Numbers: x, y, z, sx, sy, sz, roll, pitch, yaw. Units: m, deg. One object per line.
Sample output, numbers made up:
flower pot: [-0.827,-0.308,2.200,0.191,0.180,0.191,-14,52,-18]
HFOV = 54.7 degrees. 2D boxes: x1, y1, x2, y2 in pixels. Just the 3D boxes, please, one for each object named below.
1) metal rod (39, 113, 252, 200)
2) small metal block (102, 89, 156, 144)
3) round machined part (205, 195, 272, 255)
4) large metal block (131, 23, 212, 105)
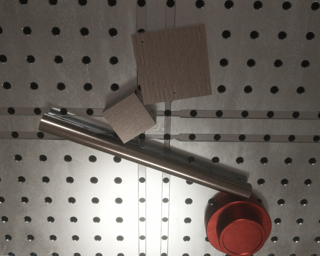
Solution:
metal rod: [-0.014,0.042,0.428,0.302,0.025,0.025,20,109,-8]
small metal block: [-0.039,-0.016,0.407,0.050,0.025,0.050,-31,108,10]
round machined part: [0.118,0.152,0.462,0.099,0.042,0.097,0,110,-1]
large metal block: [0.015,-0.078,0.371,0.080,0.050,0.079,-8,110,2]
